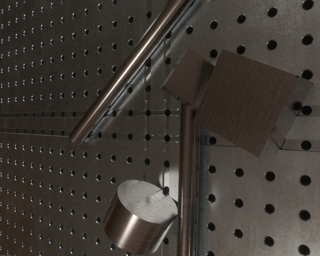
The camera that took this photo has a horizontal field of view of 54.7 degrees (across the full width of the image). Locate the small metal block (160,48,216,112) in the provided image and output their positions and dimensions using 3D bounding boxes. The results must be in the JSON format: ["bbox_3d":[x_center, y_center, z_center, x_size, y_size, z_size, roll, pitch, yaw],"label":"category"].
[{"bbox_3d":[0.036,-0.053,0.349,0.050,0.050,0.025,-58,10,-5],"label":"small metal block"}]

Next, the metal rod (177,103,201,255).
[{"bbox_3d":[0.035,0.064,0.378,0.025,0.025,0.298,2,92,39],"label":"metal rod"}]

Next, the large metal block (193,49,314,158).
[{"bbox_3d":[0.092,-0.026,0.316,0.080,0.050,0.079,32,110,35],"label":"large metal block"}]

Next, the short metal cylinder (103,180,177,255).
[{"bbox_3d":[-0.025,0.111,0.392,0.080,0.081,0.050,38,113,33],"label":"short metal cylinder"}]

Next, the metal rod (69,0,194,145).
[{"bbox_3d":[-0.052,-0.076,0.449,0.299,0.025,0.025,-46,63,29],"label":"metal rod"}]
